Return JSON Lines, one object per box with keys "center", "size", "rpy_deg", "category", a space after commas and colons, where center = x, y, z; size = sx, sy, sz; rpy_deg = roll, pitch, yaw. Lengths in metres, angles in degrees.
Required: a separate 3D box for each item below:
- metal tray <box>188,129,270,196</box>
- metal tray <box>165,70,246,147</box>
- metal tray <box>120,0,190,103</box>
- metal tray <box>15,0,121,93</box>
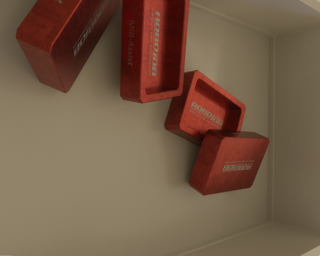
{"center": [0.109, 0.051, 0.473], "size": [0.131, 0.030, 0.089], "rpy_deg": [4, 109, -43], "category": "metal tray"}
{"center": [0.073, -0.018, 0.466], "size": [0.131, 0.030, 0.090], "rpy_deg": [27, 73, -37], "category": "metal tray"}
{"center": [-0.005, -0.100, 0.368], "size": [0.091, 0.030, 0.129], "rpy_deg": [-17, 115, -53], "category": "metal tray"}
{"center": [-0.079, -0.108, 0.298], "size": [0.030, 0.090, 0.130], "rpy_deg": [25, 71, 0], "category": "metal tray"}
